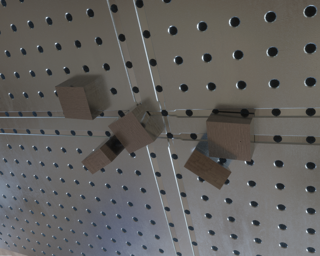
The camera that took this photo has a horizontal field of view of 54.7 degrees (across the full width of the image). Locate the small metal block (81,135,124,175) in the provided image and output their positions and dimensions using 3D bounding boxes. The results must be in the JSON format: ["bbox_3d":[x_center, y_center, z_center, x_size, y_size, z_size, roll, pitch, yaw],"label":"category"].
[{"bbox_3d":[-0.080,0.036,0.458,0.050,0.050,0.025,-33,100,38],"label":"small metal block"}]

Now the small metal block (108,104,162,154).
[{"bbox_3d":[-0.035,0.002,0.429,0.050,0.025,0.050,-28,103,37],"label":"small metal block"}]

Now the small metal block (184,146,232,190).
[{"bbox_3d":[0.059,0.049,0.390,0.050,0.050,0.025,32,94,6],"label":"small metal block"}]

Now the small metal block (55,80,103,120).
[{"bbox_3d":[-0.116,-0.041,0.445,0.050,0.025,0.050,4,121,25],"label":"small metal block"}]

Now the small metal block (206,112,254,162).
[{"bbox_3d":[0.085,0.010,0.372,0.050,0.025,0.050,5,121,25],"label":"small metal block"}]
